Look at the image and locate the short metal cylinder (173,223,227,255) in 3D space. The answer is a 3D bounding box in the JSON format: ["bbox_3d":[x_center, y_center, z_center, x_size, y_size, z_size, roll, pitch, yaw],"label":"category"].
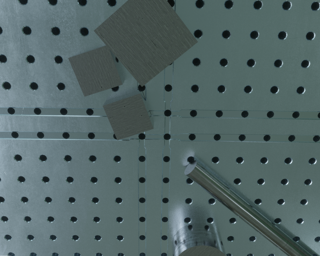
[{"bbox_3d":[0.060,0.194,0.473,0.081,0.050,0.079,0,110,-1],"label":"short metal cylinder"}]

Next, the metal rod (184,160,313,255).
[{"bbox_3d":[0.156,0.148,0.470,0.301,0.025,0.025,39,105,-14],"label":"metal rod"}]

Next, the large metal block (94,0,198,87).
[{"bbox_3d":[-0.015,-0.108,0.360,0.080,0.050,0.080,-37,106,12],"label":"large metal block"}]

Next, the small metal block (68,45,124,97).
[{"bbox_3d":[-0.078,-0.073,0.386,0.050,0.025,0.050,-17,110,5],"label":"small metal block"}]

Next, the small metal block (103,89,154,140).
[{"bbox_3d":[-0.040,-0.018,0.406,0.050,0.025,0.050,-18,109,6],"label":"small metal block"}]
